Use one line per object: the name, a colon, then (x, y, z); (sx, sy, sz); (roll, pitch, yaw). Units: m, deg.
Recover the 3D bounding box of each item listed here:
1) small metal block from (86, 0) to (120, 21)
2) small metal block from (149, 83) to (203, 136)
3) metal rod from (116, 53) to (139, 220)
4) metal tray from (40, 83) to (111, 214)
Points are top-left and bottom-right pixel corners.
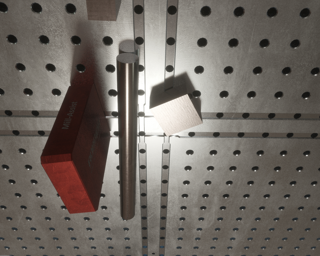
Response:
small metal block: (-0.051, -0.132, 0.282); (0.025, 0.050, 0.050); (2, 130, -2)
small metal block: (0.021, -0.022, 0.393); (0.050, 0.025, 0.050); (-21, 128, 16)
metal rod: (-0.046, 0.035, 0.440); (0.025, 0.025, 0.298); (3, 130, -3)
metal tray: (-0.090, 0.020, 0.358); (0.030, 0.130, 0.089); (-7, 130, 5)
